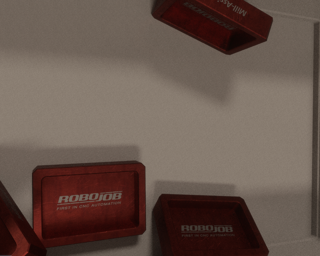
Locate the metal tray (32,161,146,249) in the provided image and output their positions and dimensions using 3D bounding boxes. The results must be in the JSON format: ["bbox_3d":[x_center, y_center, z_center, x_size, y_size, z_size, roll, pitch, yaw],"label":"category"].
[{"bbox_3d":[-0.084,0.089,0.377,0.131,0.030,0.089,-1,90,-21],"label":"metal tray"}]

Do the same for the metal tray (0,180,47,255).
[{"bbox_3d":[-0.181,0.104,0.296,0.090,0.130,0.030,-42,147,-15],"label":"metal tray"}]

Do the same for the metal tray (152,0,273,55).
[{"bbox_3d":[0.065,-0.143,0.401,0.131,0.090,0.030,21,83,-19],"label":"metal tray"}]

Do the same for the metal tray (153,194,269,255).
[{"bbox_3d":[0.064,0.132,0.402,0.131,0.090,0.030,7,128,-20],"label":"metal tray"}]
